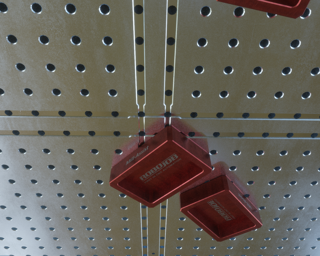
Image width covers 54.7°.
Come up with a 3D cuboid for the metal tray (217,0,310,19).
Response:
[{"bbox_3d":[0.106,-0.169,0.265,0.091,0.030,0.129,9,130,-8],"label":"metal tray"}]

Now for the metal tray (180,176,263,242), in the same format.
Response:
[{"bbox_3d":[0.105,0.142,0.531,0.090,0.030,0.130,-30,125,22],"label":"metal tray"}]

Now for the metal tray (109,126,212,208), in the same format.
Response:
[{"bbox_3d":[-0.001,0.063,0.461,0.090,0.030,0.130,37,121,-28],"label":"metal tray"}]
